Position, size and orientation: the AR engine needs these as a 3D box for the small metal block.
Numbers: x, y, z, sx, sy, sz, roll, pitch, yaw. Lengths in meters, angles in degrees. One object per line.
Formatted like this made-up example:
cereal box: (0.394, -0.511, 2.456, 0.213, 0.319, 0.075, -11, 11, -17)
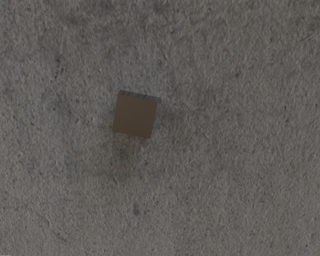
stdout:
small metal block: (-0.032, -0.018, 0.403, 0.050, 0.025, 0.050, 11, 110, -4)
